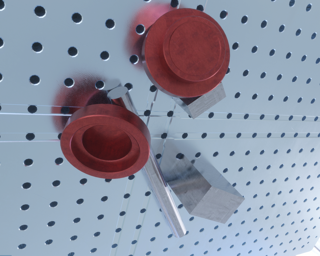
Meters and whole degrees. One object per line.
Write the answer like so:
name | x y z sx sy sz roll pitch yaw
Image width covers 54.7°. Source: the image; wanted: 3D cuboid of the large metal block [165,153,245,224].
large metal block | 0.066 0.092 0.468 0.080 0.080 0.050 26 104 -37

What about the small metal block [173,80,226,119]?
small metal block | 0.046 -0.046 0.391 0.050 0.050 0.025 -35 134 -6

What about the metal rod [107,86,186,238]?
metal rod | -0.008 0.070 0.449 0.025 0.025 0.299 -29 128 -10

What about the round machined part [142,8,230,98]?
round machined part | 0.032 -0.082 0.339 0.099 0.042 0.097 0 92 -13

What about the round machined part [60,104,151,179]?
round machined part | -0.060 0.011 0.358 0.099 0.042 0.097 1 130 1
